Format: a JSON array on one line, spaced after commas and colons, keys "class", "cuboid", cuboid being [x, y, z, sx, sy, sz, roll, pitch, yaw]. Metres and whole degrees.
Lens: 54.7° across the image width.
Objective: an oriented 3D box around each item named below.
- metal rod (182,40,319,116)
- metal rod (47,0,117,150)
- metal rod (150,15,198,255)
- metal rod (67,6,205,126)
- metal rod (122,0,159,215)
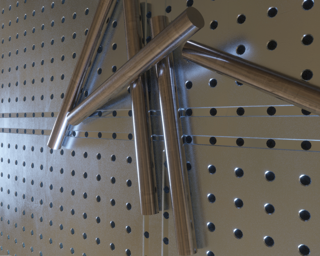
[{"class": "metal rod", "cuboid": [0.140, -0.030, 0.293, 0.300, 0.025, 0.025, 32, 110, 35]}, {"class": "metal rod", "cuboid": [-0.130, -0.093, 0.513, 0.025, 0.025, 0.298, 40, 114, 32]}, {"class": "metal rod", "cuboid": [0.016, 0.005, 0.394, 0.025, 0.025, 0.298, -11, 83, 39]}, {"class": "metal rod", "cuboid": [-0.056, -0.064, 0.421, 0.299, 0.025, 0.025, -28, 73, 46]}, {"class": "metal rod", "cuboid": [-0.027, -0.033, 0.429, 0.025, 0.025, 0.298, -9, 84, 39]}]
